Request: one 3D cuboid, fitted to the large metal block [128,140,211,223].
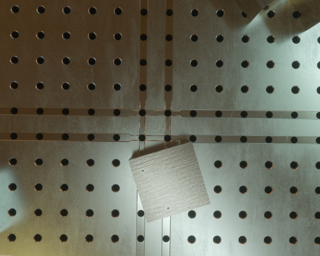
[{"bbox_3d":[0.012,0.066,0.401,0.080,0.050,0.080,-17,90,-1],"label":"large metal block"}]

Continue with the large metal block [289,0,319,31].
[{"bbox_3d":[0.226,-0.176,0.389,0.080,0.080,0.050,-29,90,0],"label":"large metal block"}]

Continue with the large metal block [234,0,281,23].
[{"bbox_3d":[0.134,-0.201,0.403,0.080,0.050,0.080,-35,90,0],"label":"large metal block"}]
